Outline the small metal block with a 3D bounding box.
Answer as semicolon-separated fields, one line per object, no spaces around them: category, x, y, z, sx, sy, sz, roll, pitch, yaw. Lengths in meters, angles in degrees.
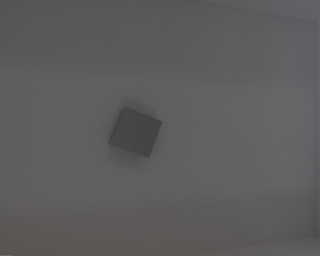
small metal block;-0.032;0.006;0.399;0.050;0.025;0.050;22;83;-19
